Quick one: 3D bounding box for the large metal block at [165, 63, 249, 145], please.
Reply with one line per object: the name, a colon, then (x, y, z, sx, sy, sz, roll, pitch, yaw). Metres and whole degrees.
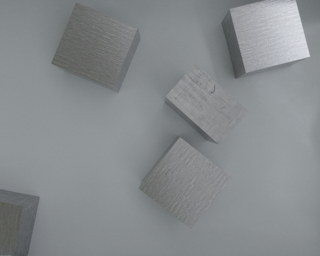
large metal block: (0.053, -0.027, 0.384, 0.080, 0.080, 0.050, 42, 90, 0)

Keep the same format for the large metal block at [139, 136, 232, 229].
large metal block: (0.031, 0.067, 0.399, 0.080, 0.050, 0.080, 38, 90, 0)

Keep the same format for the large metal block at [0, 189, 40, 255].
large metal block: (-0.211, 0.125, 0.397, 0.080, 0.050, 0.080, 11, 90, 0)

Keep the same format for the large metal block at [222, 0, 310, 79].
large metal block: (0.133, -0.115, 0.400, 0.080, 0.050, 0.080, -14, 90, 0)

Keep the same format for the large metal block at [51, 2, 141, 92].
large metal block: (-0.079, -0.100, 0.398, 0.080, 0.050, 0.080, 22, 90, 0)
